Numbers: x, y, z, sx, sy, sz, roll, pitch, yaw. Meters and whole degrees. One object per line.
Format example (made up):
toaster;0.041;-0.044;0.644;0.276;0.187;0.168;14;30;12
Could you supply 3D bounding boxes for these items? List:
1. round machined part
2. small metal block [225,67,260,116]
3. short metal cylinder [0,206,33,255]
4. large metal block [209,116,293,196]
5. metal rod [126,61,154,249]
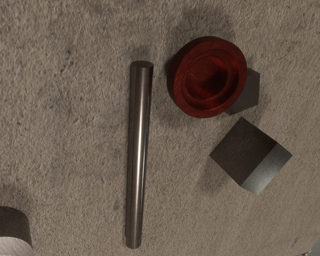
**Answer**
round machined part;0.054;-0.064;0.383;0.099;0.042;0.097;-10;120;-17
small metal block;0.112;-0.052;0.438;0.050;0.025;0.050;-21;127;-16
short metal cylinder;-0.198;0.142;0.371;0.081;0.050;0.079;-14;125;-21
large metal block;0.137;0.042;0.474;0.050;0.080;0.080;31;101;-38
metal rod;-0.031;0.056;0.425;0.025;0.025;0.298;-10;123;-24
